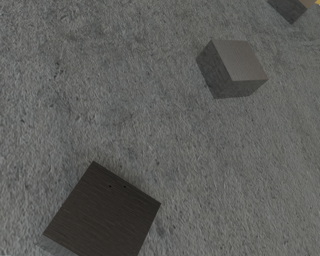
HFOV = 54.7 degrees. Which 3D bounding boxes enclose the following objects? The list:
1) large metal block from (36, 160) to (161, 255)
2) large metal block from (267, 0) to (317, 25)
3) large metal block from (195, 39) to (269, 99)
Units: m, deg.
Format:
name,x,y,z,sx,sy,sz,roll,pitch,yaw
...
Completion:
name,x,y,z,sx,sy,sz,roll,pitch,yaw
large metal block,-0.058,0.093,0.300,0.080,0.050,0.080,34,51,-6
large metal block,0.319,-0.306,0.746,0.080,0.050,0.080,46,51,3
large metal block,0.117,-0.097,0.510,0.081,0.050,0.080,-8,66,-32
